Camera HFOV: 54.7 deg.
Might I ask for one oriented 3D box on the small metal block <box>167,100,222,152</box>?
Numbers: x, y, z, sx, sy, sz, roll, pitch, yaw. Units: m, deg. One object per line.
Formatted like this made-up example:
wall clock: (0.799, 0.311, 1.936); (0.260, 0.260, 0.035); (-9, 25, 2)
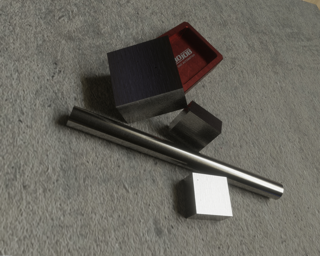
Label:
small metal block: (0.046, 0.000, 0.409); (0.050, 0.050, 0.025); (34, 37, -13)

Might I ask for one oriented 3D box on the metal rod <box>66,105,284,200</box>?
metal rod: (0.032, 0.038, 0.399); (0.302, 0.025, 0.025); (21, 54, -16)

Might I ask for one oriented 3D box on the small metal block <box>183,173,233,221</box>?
small metal block: (0.058, 0.086, 0.384); (0.050, 0.025, 0.050); (11, 57, -23)

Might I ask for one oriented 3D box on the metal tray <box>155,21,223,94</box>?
metal tray: (0.032, -0.107, 0.484); (0.090, 0.030, 0.131); (45, 51, 3)

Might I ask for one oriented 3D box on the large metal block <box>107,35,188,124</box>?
large metal block: (-0.016, -0.060, 0.393); (0.080, 0.050, 0.080); (-15, 65, 5)
